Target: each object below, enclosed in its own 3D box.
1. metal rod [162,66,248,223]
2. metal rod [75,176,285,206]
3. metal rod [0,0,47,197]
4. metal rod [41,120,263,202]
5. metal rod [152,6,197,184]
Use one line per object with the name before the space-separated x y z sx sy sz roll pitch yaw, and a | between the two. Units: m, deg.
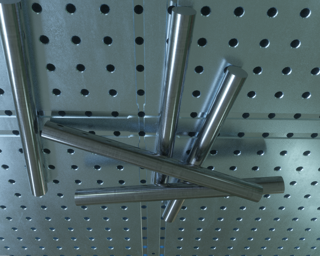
metal rod | 0.053 0.045 0.450 0.025 0.025 0.298 11 129 -10
metal rod | 0.027 0.093 0.457 0.302 0.025 0.025 -4 130 3
metal rod | -0.171 -0.013 0.397 0.025 0.025 0.298 6 130 -6
metal rod | -0.008 0.046 0.419 0.302 0.025 0.025 17 129 -3
metal rod | 0.011 -0.005 0.407 0.025 0.025 0.298 4 130 -4
